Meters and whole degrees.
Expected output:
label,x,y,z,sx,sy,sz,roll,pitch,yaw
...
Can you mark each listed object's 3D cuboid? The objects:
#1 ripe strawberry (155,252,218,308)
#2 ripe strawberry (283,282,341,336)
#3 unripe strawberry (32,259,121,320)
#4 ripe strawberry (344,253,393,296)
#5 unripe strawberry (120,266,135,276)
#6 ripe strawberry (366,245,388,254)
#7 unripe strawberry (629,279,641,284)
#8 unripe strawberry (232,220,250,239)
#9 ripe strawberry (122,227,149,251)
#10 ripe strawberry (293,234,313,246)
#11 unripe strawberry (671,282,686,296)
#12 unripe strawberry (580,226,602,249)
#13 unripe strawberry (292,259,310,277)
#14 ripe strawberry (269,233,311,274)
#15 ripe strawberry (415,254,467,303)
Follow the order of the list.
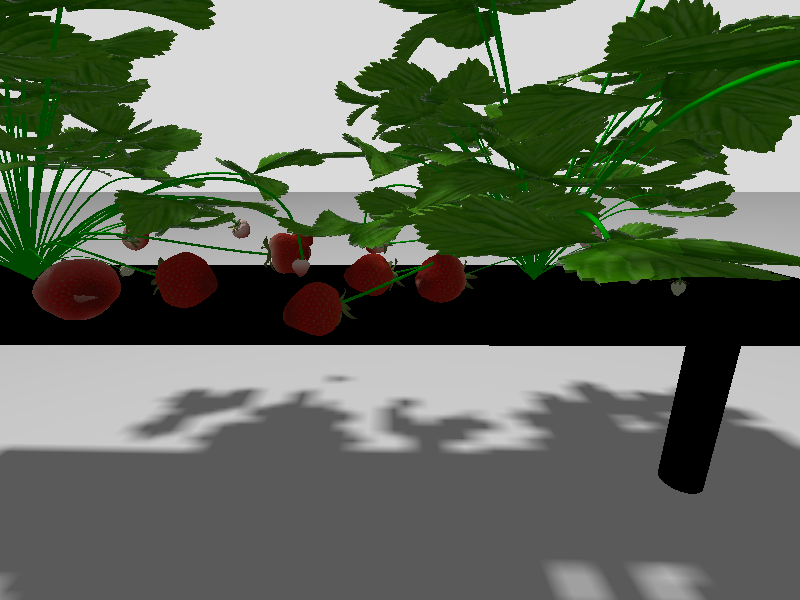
label,x,y,z,sx,sy,sz,roll,pitch,yaw
ripe strawberry,-0.147,-0.013,0.280,0.040,0.039,0.037,8,18,22
ripe strawberry,-0.051,0.006,0.228,0.033,0.032,0.030,-13,21,-36
unripe strawberry,-0.196,-0.005,0.247,0.039,0.039,0.043,14,22,38
ripe strawberry,-0.024,-0.019,0.305,0.036,0.031,0.036,-6,18,-19
unripe strawberry,-0.250,-0.027,0.367,0.011,0.011,0.010,7,16,-9
ripe strawberry,-0.029,-0.069,0.478,0.031,0.027,0.031,13,21,39
unripe strawberry,0.206,-0.018,0.352,0.010,0.010,0.009,1,17,5
unripe strawberry,-0.236,-0.105,0.600,0.025,0.028,0.027,6,-22,19
ripe strawberry,-0.331,-0.080,0.505,0.029,0.033,0.032,0,16,-1
ripe strawberry,-0.128,-0.083,0.533,0.027,0.029,0.030,17,-17,45
unripe strawberry,0.214,-0.009,0.308,0.010,0.011,0.011,9,19,28
unripe strawberry,0.245,-0.080,0.512,0.026,0.030,0.028,12,20,35
unripe strawberry,-0.084,-0.027,0.341,0.015,0.015,0.014,1,17,4
ripe strawberry,-0.103,-0.044,0.374,0.037,0.039,0.034,-1,17,-5
ripe strawberry,0.028,-0.015,0.290,0.037,0.037,0.035,-12,21,-34
